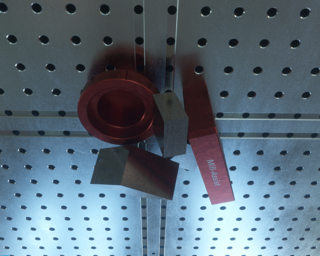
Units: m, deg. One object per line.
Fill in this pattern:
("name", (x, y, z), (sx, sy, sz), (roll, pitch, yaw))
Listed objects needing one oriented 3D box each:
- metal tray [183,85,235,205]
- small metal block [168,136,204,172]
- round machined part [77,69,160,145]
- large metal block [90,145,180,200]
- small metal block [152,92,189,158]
("metal tray", (0.062, 0.023, 0.389), (0.030, 0.090, 0.129), (-14, 129, 11))
("small metal block", (0.032, 0.029, 0.431), (0.050, 0.025, 0.050), (16, 134, 0))
("round machined part", (-0.046, -0.029, 0.375), (0.099, 0.042, 0.097), (-1, 130, 0))
("large metal block", (-0.034, 0.062, 0.417), (0.080, 0.050, 0.080), (25, 159, -33))
("small metal block", (0.010, -0.004, 0.338), (0.025, 0.050, 0.050), (-9, 130, -11))
